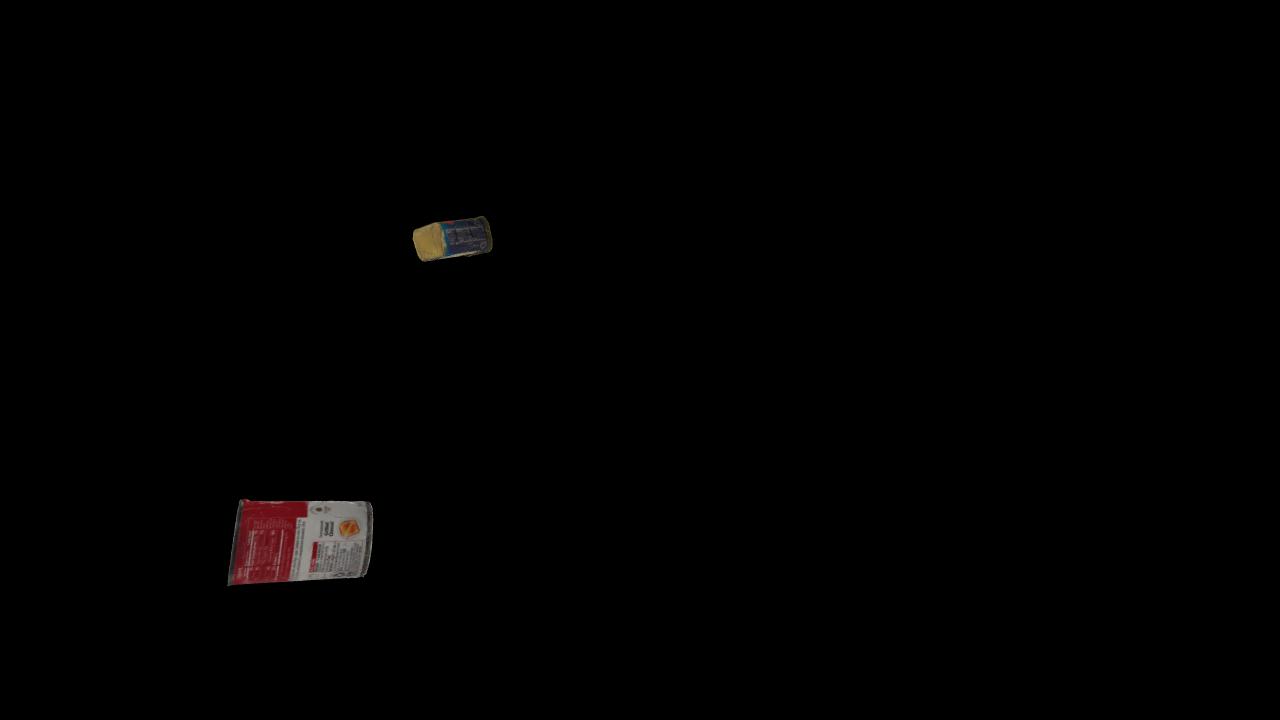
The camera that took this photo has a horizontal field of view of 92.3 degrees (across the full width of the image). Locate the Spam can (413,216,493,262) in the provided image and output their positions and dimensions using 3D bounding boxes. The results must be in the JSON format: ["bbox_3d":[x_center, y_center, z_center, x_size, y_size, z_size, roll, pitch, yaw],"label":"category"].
[{"bbox_3d":[-0.298,-0.190,0.976,0.085,0.058,0.101,-20,13,-42],"label":"Spam can"}]

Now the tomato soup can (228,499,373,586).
[{"bbox_3d":[-0.286,0.153,0.523,0.101,0.068,0.068,8,-4,-30],"label":"tomato soup can"}]
